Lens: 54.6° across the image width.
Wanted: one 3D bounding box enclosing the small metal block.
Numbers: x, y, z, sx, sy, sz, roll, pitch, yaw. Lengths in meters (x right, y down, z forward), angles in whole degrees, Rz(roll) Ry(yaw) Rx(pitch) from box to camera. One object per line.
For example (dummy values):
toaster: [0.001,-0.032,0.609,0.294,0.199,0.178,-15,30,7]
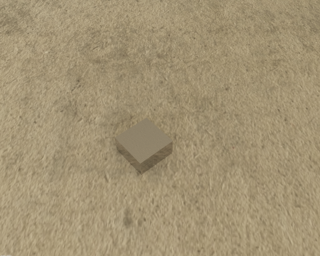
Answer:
small metal block: [-0.020,0.022,0.385,0.050,0.025,0.050,-33,58,-25]
